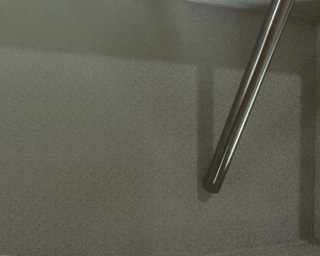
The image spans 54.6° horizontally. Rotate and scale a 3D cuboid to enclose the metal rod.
[{"bbox_3d":[0.112,-0.049,0.388,0.025,0.025,0.298,9,111,-20],"label":"metal rod"}]
